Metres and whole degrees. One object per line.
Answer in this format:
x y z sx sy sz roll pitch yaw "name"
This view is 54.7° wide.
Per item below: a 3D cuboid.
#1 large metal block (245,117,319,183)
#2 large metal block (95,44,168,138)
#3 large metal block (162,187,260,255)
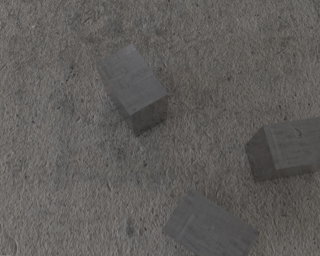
0.156 0.028 0.370 0.081 0.080 0.050 -9 71 -3 "large metal block"
-0.033 -0.044 0.395 0.050 0.080 0.080 -31 73 -10 "large metal block"
0.050 0.113 0.338 0.080 0.080 0.050 32 73 11 "large metal block"
